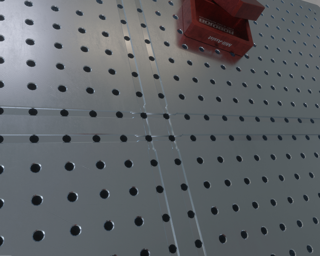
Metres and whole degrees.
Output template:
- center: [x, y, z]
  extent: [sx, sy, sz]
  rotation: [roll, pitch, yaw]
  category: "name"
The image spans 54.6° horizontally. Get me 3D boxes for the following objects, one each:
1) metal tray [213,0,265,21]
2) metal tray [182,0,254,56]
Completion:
- center: [0.132, -0.263, 0.608]
  extent: [0.091, 0.030, 0.130]
  rotation: [-12, 54, -44]
  category: "metal tray"
- center: [0.108, -0.194, 0.579]
  extent: [0.131, 0.030, 0.090]
  rotation: [13, 56, -21]
  category: "metal tray"
